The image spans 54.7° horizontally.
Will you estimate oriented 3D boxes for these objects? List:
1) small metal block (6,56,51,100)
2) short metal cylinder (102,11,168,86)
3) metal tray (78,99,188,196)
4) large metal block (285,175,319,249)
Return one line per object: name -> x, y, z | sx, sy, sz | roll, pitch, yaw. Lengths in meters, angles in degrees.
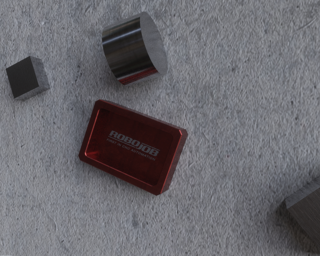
small metal block -> -0.205, -0.077, 0.481 | 0.050, 0.025, 0.050 | -21, 83, 18
short metal cylinder -> -0.029, -0.098, 0.390 | 0.050, 0.080, 0.080 | -14, 85, 19
metal tray -> -0.038, 0.023, 0.419 | 0.130, 0.030, 0.089 | 21, 97, 18
large metal block -> 0.194, 0.090, 0.327 | 0.080, 0.050, 0.080 | -41, 77, 15
